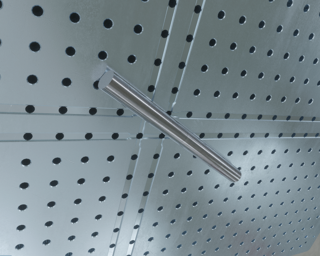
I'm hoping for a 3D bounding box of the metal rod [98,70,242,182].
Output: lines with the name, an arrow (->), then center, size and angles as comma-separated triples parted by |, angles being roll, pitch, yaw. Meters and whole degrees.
metal rod -> 0.034, 0.014, 0.440 | 0.025, 0.025, 0.301 | -49, 129, 6
